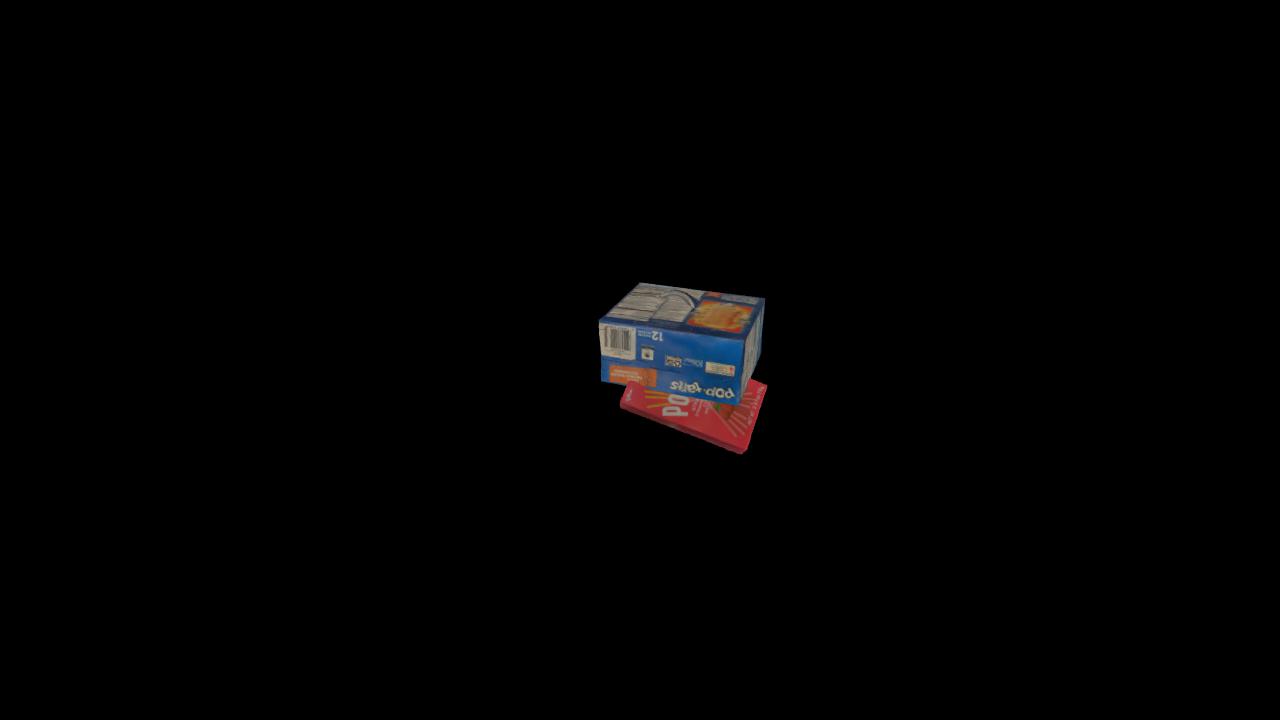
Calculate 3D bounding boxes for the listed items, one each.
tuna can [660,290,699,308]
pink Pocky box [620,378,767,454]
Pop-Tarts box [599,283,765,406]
[{"bbox_3d":[0.043,-0.042,0.748,0.084,0.084,0.034,0,-12,38],"label":"tuna can"},{"bbox_3d":[0.062,0.042,0.715,0.155,0.084,0.029,21,-18,4],"label":"pink Pocky box"},{"bbox_3d":[0.054,-0.025,0.736,0.167,0.083,0.141,10,28,17],"label":"Pop-Tarts box"}]
